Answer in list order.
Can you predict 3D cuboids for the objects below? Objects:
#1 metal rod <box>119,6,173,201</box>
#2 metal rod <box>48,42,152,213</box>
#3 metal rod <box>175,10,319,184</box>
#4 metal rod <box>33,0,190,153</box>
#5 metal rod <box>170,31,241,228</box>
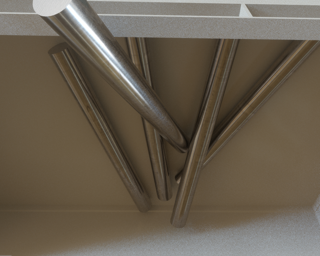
[{"bbox_3d":[-0.010,-0.004,0.405,0.025,0.025,0.298,-6,130,4],"label":"metal rod"},{"bbox_3d":[-0.067,0.023,0.427,0.025,0.025,0.299,-13,129,10],"label":"metal rod"},{"bbox_3d":[0.106,-0.020,0.393,0.025,0.025,0.298,23,126,-19],"label":"metal rod"},{"bbox_3d":[-0.011,-0.023,0.297,0.025,0.025,0.300,-15,158,12],"label":"metal rod"},{"bbox_3d":[0.051,0.025,0.407,0.025,0.025,0.298,6,123,-6],"label":"metal rod"}]
